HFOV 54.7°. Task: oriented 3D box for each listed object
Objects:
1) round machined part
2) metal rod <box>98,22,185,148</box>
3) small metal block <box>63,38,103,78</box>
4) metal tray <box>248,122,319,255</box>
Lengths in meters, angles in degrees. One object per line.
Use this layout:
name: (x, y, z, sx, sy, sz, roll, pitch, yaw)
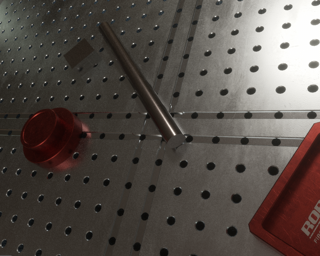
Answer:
round machined part: (-0.175, 0.009, 0.481, 0.098, 0.042, 0.098, -13, 56, 20)
metal rod: (-0.040, -0.084, 0.479, 0.025, 0.025, 0.300, -35, 51, 5)
small metal block: (-0.139, -0.127, 0.556, 0.050, 0.025, 0.050, -40, 51, 0)
metal tray: (0.155, 0.067, 0.282, 0.090, 0.030, 0.130, 30, 78, 37)
